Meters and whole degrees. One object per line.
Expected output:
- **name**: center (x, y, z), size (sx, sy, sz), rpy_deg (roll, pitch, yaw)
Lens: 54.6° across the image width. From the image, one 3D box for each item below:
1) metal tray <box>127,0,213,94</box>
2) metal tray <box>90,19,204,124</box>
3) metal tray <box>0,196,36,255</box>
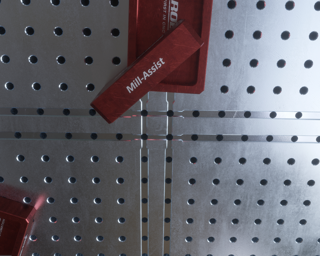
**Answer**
- **metal tray**: center (0.010, -0.108, 0.358), size (0.090, 0.030, 0.129), rpy_deg (4, 106, 1)
- **metal tray**: center (-0.015, -0.068, 0.353), size (0.130, 0.090, 0.030), rpy_deg (-39, 105, 13)
- **metal tray**: center (-0.252, 0.167, 0.470), size (0.090, 0.030, 0.129), rpy_deg (21, 109, -8)
